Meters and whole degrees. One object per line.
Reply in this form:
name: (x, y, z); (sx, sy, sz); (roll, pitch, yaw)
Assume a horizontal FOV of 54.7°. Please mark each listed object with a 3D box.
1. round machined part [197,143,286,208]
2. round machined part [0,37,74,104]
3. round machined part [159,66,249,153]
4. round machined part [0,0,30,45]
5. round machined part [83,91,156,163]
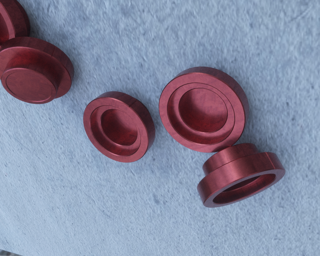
round machined part: (0.088, 0.052, 0.358); (0.097, 0.099, 0.042); (-47, 51, 39)
round machined part: (-0.168, -0.069, 0.411); (0.099, 0.042, 0.097); (1, 144, 1)
round machined part: (0.052, -0.024, 0.353); (0.098, 0.042, 0.097); (13, 124, 20)
round machined part: (-0.218, -0.142, 0.420); (0.098, 0.042, 0.097); (13, 124, 20)
round machined part: (-0.050, -0.005, 0.418); (0.098, 0.042, 0.097); (13, 124, 20)
